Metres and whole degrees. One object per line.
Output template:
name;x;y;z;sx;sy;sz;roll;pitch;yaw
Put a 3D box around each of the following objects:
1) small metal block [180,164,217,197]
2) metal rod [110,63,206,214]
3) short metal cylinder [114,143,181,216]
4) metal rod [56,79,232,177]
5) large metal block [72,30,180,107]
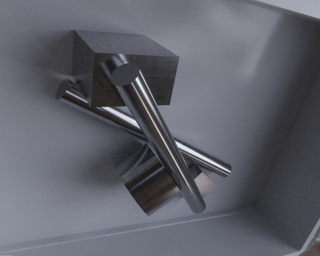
small metal block;0.055;0.091;0.496;0.050;0.025;0.050;-44;130;2
metal rod;0.016;0.039;0.366;0.025;0.025;0.299;-35;142;-6
short metal cylinder;-0.016;0.067;0.404;0.050;0.080;0.080;-35;129;-6
metal rod;0.002;0.014;0.419;0.301;0.025;0.025;28;103;-38
large metal block;-0.039;-0.062;0.314;0.081;0.080;0.050;-4;120;-27
